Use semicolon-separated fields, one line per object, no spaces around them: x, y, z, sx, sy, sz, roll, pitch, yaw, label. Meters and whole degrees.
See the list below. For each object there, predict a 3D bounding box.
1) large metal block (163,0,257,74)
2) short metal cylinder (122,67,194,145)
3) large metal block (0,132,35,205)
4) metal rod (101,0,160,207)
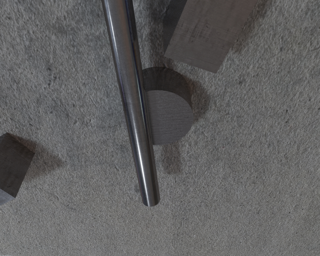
0.041;-0.109;0.279;0.050;0.080;0.079;16;128;-13;large metal block
-0.002;-0.025;0.369;0.081;0.050;0.079;0;130;0;short metal cylinder
-0.231;0.064;0.423;0.080;0.080;0.050;-26;126;20;large metal block
-0.025;-0.016;0.327;0.025;0.025;0.298;-4;130;3;metal rod
